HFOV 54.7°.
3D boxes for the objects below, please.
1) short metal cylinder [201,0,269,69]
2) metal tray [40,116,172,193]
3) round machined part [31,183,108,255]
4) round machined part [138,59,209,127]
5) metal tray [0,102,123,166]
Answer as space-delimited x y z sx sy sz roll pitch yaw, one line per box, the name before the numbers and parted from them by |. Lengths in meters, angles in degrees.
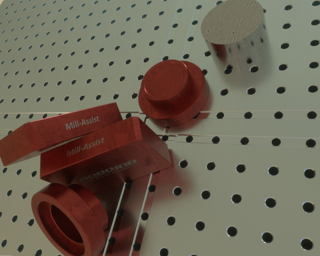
short metal cylinder | 0.101 -0.126 0.416 0.080 0.050 0.080 -13 56 20
metal tray | -0.063 0.039 0.372 0.130 0.090 0.030 -21 58 15
round machined part | -0.100 0.104 0.360 0.098 0.097 0.042 12 33 33
round machined part | 0.013 -0.054 0.422 0.098 0.042 0.098 -13 56 20
metal tray | -0.121 0.006 0.389 0.090 0.131 0.030 -21 89 41
